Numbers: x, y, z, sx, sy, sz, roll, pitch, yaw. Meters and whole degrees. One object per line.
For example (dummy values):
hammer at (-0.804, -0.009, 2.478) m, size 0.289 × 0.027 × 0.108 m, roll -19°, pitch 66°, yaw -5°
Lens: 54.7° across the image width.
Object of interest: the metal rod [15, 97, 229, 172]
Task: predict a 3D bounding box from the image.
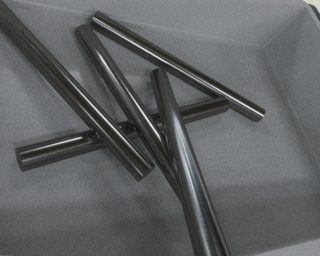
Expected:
metal rod at (-0.021, -0.002, 0.396) m, size 0.303 × 0.025 × 0.025 m, roll -16°, pitch 70°, yaw -35°

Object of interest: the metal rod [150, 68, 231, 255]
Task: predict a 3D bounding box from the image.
metal rod at (0.018, 0.010, 0.334) m, size 0.025 × 0.025 × 0.300 m, roll 16°, pitch 31°, yaw -20°

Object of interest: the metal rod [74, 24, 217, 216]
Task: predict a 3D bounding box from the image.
metal rod at (-0.030, -0.020, 0.372) m, size 0.025 × 0.025 × 0.299 m, roll -17°, pitch 61°, yaw -35°

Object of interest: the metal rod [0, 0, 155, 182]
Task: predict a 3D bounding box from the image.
metal rod at (-0.116, -0.057, 0.357) m, size 0.300 × 0.025 × 0.025 m, roll 46°, pitch 50°, yaw 12°

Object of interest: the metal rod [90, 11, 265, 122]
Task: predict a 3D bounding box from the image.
metal rod at (0.034, -0.090, 0.480) m, size 0.301 × 0.025 × 0.025 m, roll 28°, pitch 52°, yaw -11°
